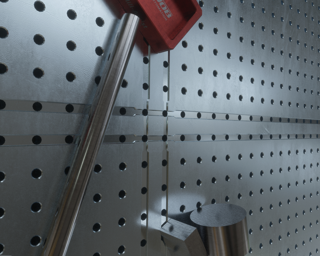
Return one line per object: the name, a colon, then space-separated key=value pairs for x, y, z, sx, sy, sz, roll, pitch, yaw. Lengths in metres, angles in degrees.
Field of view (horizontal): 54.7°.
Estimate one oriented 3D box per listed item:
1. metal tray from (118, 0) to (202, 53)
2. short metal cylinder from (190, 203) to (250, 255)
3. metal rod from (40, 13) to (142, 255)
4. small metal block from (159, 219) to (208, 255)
metal tray: x=-0.007 y=-0.176 z=0.401 sx=0.130 sy=0.030 sz=0.090 roll=51 pitch=60 yaw=-28
short metal cylinder: x=0.087 y=0.149 z=0.449 sx=0.081 sy=0.080 sz=0.050 roll=-13 pitch=99 yaw=-40
metal rod: x=-0.075 y=0.006 z=0.347 sx=0.025 sy=0.025 sz=0.299 roll=26 pitch=74 yaw=-37
small metal block: x=0.032 y=0.157 z=0.422 sx=0.025 sy=0.050 sz=0.050 roll=-35 pitch=112 yaw=-33
